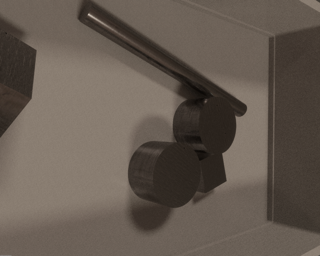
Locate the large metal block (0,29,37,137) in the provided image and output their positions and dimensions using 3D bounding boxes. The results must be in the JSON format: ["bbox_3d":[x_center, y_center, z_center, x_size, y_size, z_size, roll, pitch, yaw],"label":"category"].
[{"bbox_3d":[-0.148,-0.047,0.239,0.080,0.080,0.050,31,114,-36],"label":"large metal block"}]

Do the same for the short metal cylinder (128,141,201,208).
[{"bbox_3d":[0.007,0.057,0.398,0.081,0.050,0.079,0,90,-40],"label":"short metal cylinder"}]

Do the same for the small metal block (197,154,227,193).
[{"bbox_3d":[0.072,0.065,0.470,0.050,0.025,0.050,-19,102,-39],"label":"small metal block"}]

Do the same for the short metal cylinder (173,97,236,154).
[{"bbox_3d":[0.065,-0.004,0.447,0.081,0.050,0.079,0,90,-40],"label":"short metal cylinder"}]

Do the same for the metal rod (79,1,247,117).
[{"bbox_3d":[0.027,-0.079,0.431,0.302,0.025,0.025,24,75,-38],"label":"metal rod"}]
